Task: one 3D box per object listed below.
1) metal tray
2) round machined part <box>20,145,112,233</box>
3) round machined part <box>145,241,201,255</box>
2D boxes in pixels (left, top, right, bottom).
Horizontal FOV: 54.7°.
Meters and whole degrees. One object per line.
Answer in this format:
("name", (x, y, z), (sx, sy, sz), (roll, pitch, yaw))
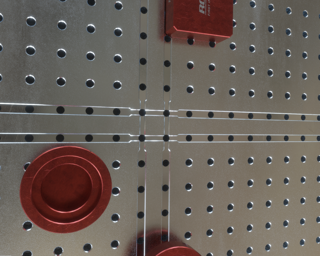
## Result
("metal tray", (0.056, -0.191, 0.431), (0.091, 0.030, 0.129), (1, 90, -21))
("round machined part", (-0.109, 0.068, 0.364), (0.099, 0.042, 0.097), (0, 90, -21))
("round machined part", (0.012, 0.199, 0.410), (0.099, 0.042, 0.097), (0, 90, -21))
